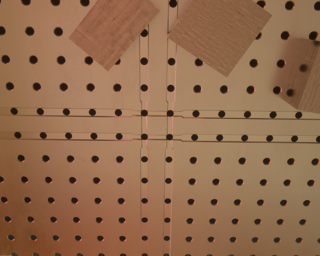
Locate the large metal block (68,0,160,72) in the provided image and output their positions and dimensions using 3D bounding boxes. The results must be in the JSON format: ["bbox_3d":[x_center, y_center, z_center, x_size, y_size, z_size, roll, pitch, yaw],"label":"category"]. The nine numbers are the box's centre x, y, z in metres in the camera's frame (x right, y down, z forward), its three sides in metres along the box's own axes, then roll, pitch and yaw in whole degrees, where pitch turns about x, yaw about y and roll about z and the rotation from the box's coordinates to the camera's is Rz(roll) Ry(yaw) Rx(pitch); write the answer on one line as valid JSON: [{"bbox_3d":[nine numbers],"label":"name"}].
[{"bbox_3d":[-0.045,-0.115,0.341,0.050,0.080,0.080,40,105,-13],"label":"large metal block"}]

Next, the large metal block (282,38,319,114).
[{"bbox_3d":[0.209,-0.060,0.379,0.080,0.050,0.079,10,110,-4],"label":"large metal block"}]

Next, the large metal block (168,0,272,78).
[{"bbox_3d":[0.064,-0.118,0.357,0.080,0.050,0.080,31,107,-11],"label":"large metal block"}]
